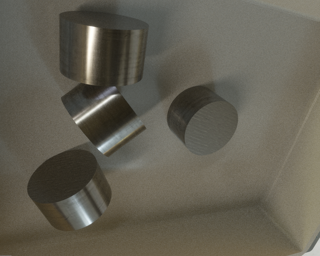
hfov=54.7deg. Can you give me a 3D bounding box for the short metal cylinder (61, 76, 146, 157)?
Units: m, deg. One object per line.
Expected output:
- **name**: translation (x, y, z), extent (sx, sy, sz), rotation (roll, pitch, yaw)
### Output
- **short metal cylinder**: translation (-0.059, -0.016, 0.331), extent (0.050, 0.080, 0.080), rotation (-37, 129, -3)

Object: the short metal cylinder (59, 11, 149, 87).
- **short metal cylinder**: translation (-0.054, -0.078, 0.295), extent (0.081, 0.080, 0.050), rotation (-5, 121, -26)

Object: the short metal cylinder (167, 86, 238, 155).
- **short metal cylinder**: translation (0.057, -0.010, 0.417), extent (0.081, 0.050, 0.079), rotation (-14, 124, -21)

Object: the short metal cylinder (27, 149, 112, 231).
- **short metal cylinder**: translation (-0.103, 0.071, 0.360), extent (0.080, 0.080, 0.050), rotation (-26, 128, -12)
